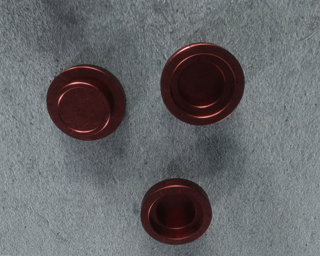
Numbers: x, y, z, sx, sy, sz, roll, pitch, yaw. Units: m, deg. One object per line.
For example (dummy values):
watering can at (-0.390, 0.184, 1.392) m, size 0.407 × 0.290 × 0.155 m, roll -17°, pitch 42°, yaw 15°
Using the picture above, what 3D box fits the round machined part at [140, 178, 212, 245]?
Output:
round machined part at (0.022, 0.114, 0.443) m, size 0.099 × 0.042 × 0.097 m, roll 0°, pitch 110°, yaw 0°

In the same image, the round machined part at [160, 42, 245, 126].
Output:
round machined part at (0.050, -0.056, 0.381) m, size 0.099 × 0.042 × 0.097 m, roll 0°, pitch 110°, yaw 0°

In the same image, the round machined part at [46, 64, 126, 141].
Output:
round machined part at (-0.094, -0.028, 0.389) m, size 0.099 × 0.042 × 0.097 m, roll 0°, pitch 110°, yaw 0°
